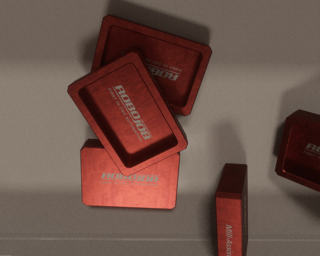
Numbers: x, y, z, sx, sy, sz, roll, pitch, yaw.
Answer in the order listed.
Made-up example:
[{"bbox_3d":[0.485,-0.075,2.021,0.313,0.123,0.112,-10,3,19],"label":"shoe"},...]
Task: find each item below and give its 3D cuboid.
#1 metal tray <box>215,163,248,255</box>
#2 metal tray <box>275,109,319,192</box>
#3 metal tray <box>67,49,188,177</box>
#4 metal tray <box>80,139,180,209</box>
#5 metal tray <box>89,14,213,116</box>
[{"bbox_3d":[0.100,0.124,0.418,0.030,0.090,0.129,1,109,20],"label":"metal tray"},{"bbox_3d":[0.216,0.038,0.378,0.130,0.030,0.089,22,123,37],"label":"metal tray"},{"bbox_3d":[-0.035,-0.016,0.369,0.090,0.030,0.130,-27,108,9],"label":"metal tray"},{"bbox_3d":[-0.041,0.064,0.432,0.131,0.030,0.089,3,110,-2],"label":"metal tray"},{"bbox_3d":[-0.013,-0.075,0.380,0.131,0.030,0.089,16,109,-6],"label":"metal tray"}]
